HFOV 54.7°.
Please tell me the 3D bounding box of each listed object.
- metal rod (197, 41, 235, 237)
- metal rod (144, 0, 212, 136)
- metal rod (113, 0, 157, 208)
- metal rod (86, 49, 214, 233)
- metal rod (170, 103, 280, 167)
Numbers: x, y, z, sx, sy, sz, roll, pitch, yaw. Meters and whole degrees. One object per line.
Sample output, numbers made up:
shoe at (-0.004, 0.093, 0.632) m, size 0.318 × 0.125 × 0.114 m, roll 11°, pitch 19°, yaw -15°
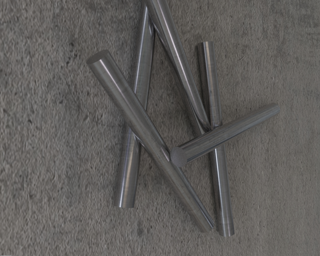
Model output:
metal rod at (0.087, 0.020, 0.477) m, size 0.025 × 0.025 × 0.298 m, roll -13°, pitch 98°, yaw -39°
metal rod at (0.014, -0.107, 0.387) m, size 0.025 × 0.025 × 0.299 m, roll -44°, pitch 125°, yaw -31°
metal rod at (-0.024, -0.055, 0.383) m, size 0.025 × 0.025 × 0.298 m, roll 12°, pitch 82°, yaw -40°
metal rod at (0.004, 0.038, 0.381) m, size 0.025 × 0.025 × 0.299 m, roll -51°, pitch 128°, yaw -28°
metal rod at (0.118, -0.001, 0.473) m, size 0.302 × 0.025 × 0.025 m, roll -20°, pitch 103°, yaw -47°
